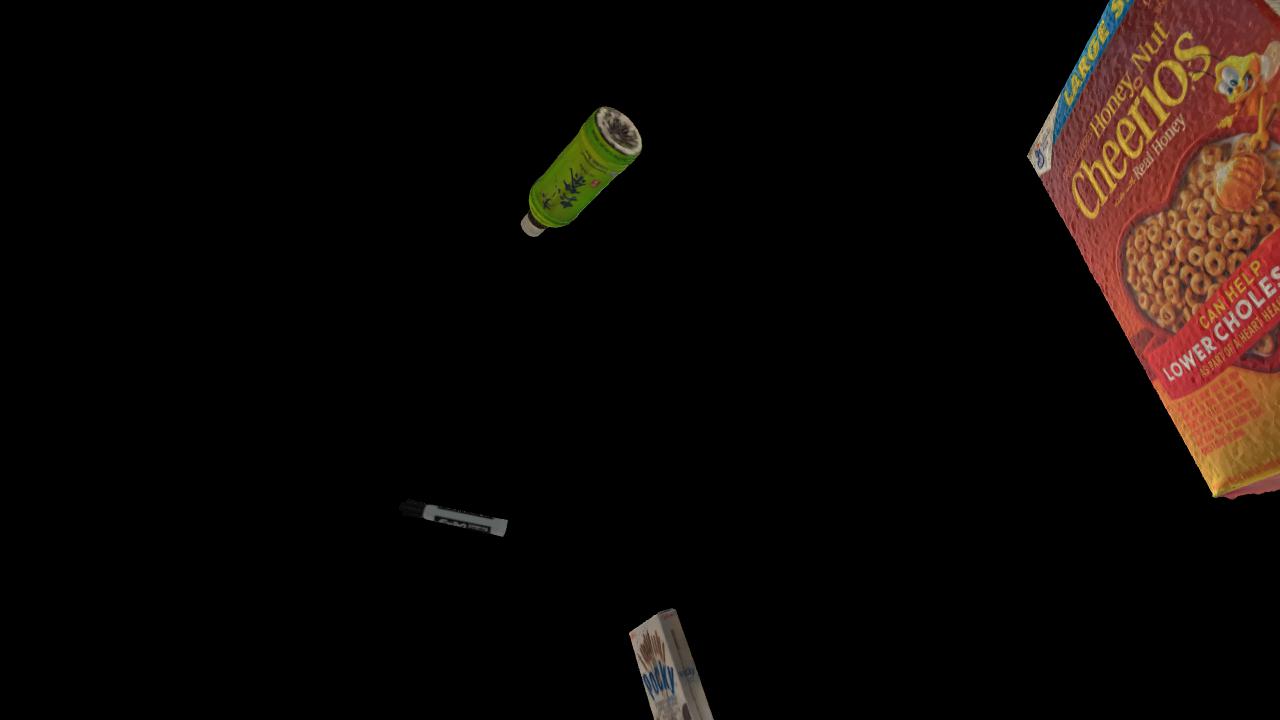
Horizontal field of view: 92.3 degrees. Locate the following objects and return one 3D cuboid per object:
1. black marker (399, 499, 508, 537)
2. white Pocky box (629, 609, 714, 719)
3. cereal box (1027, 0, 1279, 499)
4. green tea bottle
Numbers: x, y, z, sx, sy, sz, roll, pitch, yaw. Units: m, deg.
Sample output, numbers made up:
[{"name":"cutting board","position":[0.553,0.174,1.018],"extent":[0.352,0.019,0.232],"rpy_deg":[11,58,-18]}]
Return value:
[{"name":"black marker","position":[-0.211,0.178,0.696],"extent":[0.121,0.020,0.020],"rpy_deg":[13,0,-2]},{"name":"white Pocky box","position":[0.037,0.362,0.672],"extent":[0.028,0.154,0.084],"rpy_deg":[-2,-34,-31]},{"name":"cereal box","position":[0.361,-0.094,0.367],"extent":[0.081,0.306,0.203],"rpy_deg":[-10,-27,5]},{"name":"green tea bottle","position":[-0.086,-0.222,0.768],"extent":[0.073,0.073,0.212],"rpy_deg":[0,-21,-40]}]
